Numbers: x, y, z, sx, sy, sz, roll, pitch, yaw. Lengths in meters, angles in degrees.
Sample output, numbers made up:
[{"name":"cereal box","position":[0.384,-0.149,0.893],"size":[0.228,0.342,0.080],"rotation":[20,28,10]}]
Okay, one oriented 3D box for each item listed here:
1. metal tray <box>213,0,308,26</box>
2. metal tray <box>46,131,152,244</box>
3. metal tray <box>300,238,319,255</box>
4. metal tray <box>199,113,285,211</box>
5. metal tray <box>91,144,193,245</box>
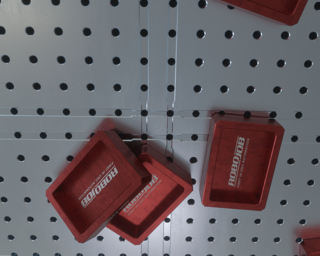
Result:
[{"name":"metal tray","position":[0.107,-0.178,0.345],"size":[0.131,0.030,0.089],"rotation":[17,109,-7]},{"name":"metal tray","position":[-0.085,0.077,0.414],"size":[0.130,0.030,0.090],"rotation":[-47,73,16]},{"name":"metal tray","position":[0.295,0.215,0.491],"size":[0.131,0.030,0.089],"rotation":[-9,110,3]},{"name":"metal tray","position":[0.109,0.049,0.429],"size":[0.091,0.030,0.129],"rotation":[5,110,-2]},{"name":"metal tray","position":[-0.027,0.098,0.446],"size":[0.090,0.030,0.130],"rotation":[37,106,-13]}]
